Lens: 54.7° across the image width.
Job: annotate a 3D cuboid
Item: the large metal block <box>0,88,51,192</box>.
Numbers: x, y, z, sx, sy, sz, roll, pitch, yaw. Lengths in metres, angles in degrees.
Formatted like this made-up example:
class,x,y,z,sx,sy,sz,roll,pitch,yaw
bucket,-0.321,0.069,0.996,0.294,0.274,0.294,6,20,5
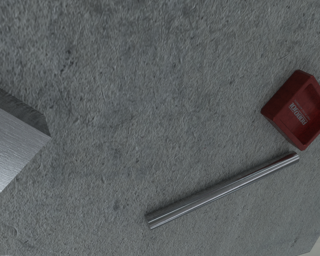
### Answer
class,x,y,z,sx,sy,sz,roll,pitch,yaw
large metal block,-0.170,0.007,0.303,0.080,0.050,0.080,-47,130,4

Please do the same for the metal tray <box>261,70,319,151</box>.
class,x,y,z,sx,sy,sz,roll,pitch,yaw
metal tray,0.236,-0.025,0.519,0.130,0.030,0.090,34,99,-39

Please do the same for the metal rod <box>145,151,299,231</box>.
class,x,y,z,sx,sy,sz,roll,pitch,yaw
metal rod,0.116,0.103,0.536,0.302,0.025,0.025,-20,126,-17
